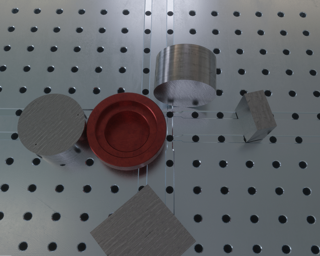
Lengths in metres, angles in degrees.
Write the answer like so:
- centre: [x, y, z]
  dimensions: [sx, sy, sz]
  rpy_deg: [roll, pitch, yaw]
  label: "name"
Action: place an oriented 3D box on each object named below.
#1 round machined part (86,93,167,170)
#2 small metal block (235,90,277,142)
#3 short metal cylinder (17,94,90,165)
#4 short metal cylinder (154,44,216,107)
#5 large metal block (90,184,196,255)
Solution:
- centre: [-0.042, 0.007, 0.399]
  dimensions: [0.099, 0.042, 0.098]
  rpy_deg: [0, 70, -1]
  label: "round machined part"
- centre: [0.124, -0.014, 0.405]
  dimensions: [0.025, 0.050, 0.050]
  rpy_deg: [-12, 71, -4]
  label: "small metal block"
- centre: [-0.131, 0.003, 0.396]
  dimensions: [0.081, 0.050, 0.080]
  rpy_deg: [0, 70, 0]
  label: "short metal cylinder"
- centre: [0.033, -0.066, 0.407]
  dimensions: [0.080, 0.080, 0.050]
  rpy_deg: [3, 70, 1]
  label: "short metal cylinder"
- centre: [-0.018, 0.124, 0.353]
  dimensions: [0.080, 0.050, 0.080]
  rpy_deg: [-39, 75, -13]
  label: "large metal block"
